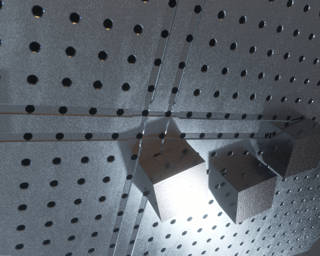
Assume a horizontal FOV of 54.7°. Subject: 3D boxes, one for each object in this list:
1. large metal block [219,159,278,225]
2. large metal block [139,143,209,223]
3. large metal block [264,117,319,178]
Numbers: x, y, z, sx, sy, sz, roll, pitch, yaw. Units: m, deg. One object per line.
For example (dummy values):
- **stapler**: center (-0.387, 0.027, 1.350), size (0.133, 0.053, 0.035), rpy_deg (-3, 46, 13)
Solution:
- **large metal block**: center (0.156, 0.113, 0.553), size (0.081, 0.050, 0.079), rpy_deg (-18, 126, -18)
- **large metal block**: center (0.022, 0.080, 0.459), size (0.081, 0.050, 0.080), rpy_deg (-22, 127, -16)
- **large metal block**: center (0.243, 0.034, 0.552), size (0.081, 0.050, 0.079), rpy_deg (-12, 124, -23)
